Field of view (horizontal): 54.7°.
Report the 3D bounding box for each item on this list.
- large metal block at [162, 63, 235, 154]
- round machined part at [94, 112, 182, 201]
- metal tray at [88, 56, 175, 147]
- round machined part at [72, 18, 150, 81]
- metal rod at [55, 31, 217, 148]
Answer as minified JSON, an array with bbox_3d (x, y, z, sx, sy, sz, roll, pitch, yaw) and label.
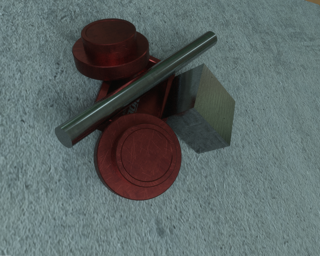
[{"bbox_3d":[0.055,-0.024,0.415,0.080,0.050,0.080,43,46,-31],"label":"large metal block"},{"bbox_3d":[-0.020,0.031,0.343,0.099,0.042,0.097,3,81,-21],"label":"round machined part"},{"bbox_3d":[-0.033,-0.046,0.412,0.091,0.030,0.130,22,53,-15],"label":"metal tray"},{"bbox_3d":[-0.064,-0.107,0.400,0.099,0.042,0.098,-1,45,1],"label":"round machined part"},{"bbox_3d":[-0.008,-0.067,0.404,0.025,0.025,0.302,46,51,4],"label":"metal rod"}]
